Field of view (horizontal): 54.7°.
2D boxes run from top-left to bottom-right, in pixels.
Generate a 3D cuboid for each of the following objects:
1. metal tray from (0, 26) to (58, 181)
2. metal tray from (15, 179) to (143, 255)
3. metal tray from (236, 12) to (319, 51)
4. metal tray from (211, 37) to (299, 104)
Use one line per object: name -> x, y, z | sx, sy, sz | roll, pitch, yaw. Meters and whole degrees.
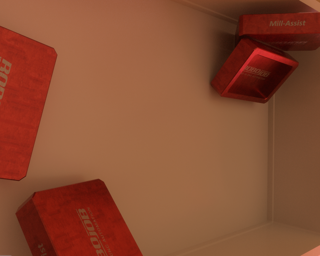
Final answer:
metal tray -> -0.154, -0.024, 0.275 | 0.091, 0.030, 0.129 | 18, 79, -39
metal tray -> -0.065, 0.116, 0.289 | 0.090, 0.030, 0.130 | -1, 54, -59
metal tray -> 0.186, -0.146, 0.478 | 0.090, 0.131, 0.030 | 11, 81, -81
metal tray -> 0.155, -0.088, 0.500 | 0.131, 0.030, 0.089 | 3, 132, -40
